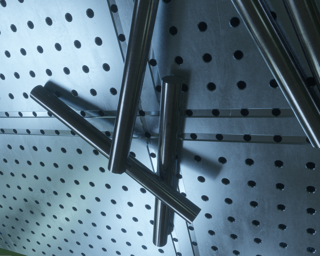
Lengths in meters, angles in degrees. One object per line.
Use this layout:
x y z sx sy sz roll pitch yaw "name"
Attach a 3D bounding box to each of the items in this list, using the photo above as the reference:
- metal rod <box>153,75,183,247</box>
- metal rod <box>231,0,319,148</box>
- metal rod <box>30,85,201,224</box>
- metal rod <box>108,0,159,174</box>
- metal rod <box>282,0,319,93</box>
0.007 0.068 0.447 0.025 0.025 0.298 16 125 19 "metal rod"
0.092 -0.107 0.296 0.025 0.025 0.299 -25 105 36 "metal rod"
-0.071 0.032 0.444 0.300 0.025 0.025 36 129 12 "metal rod"
-0.027 -0.075 0.349 0.025 0.025 0.298 21 118 15 "metal rod"
0.158 -0.055 0.293 0.025 0.025 0.299 -19 109 35 "metal rod"
